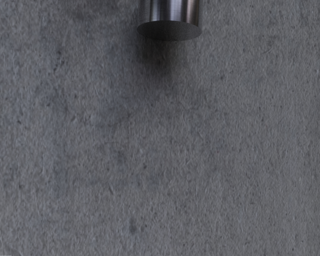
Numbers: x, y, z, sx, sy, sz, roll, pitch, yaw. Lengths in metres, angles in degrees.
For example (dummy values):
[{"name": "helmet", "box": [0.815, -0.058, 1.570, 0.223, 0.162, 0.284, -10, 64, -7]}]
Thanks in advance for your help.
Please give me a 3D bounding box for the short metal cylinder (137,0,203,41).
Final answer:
[{"name": "short metal cylinder", "box": [0.013, -0.144, 0.385, 0.081, 0.080, 0.050, 3, 89, -20]}]
